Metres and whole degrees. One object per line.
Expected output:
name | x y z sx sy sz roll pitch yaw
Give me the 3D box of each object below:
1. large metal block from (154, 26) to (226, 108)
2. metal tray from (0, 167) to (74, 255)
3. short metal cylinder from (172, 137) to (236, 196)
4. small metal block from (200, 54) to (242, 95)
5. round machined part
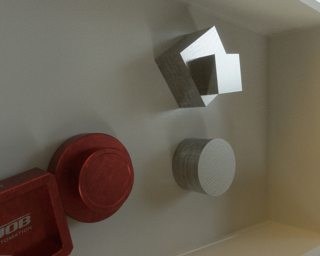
large metal block | 0.052 -0.084 0.436 0.080 0.050 0.080 -44 117 -31
metal tray | -0.148 0.100 0.268 0.131 0.030 0.089 -22 111 -41
short metal cylinder | 0.064 0.054 0.446 0.081 0.050 0.079 0 90 -40
small metal block | 0.082 -0.071 0.412 0.050 0.025 0.050 -12 98 -40
round machined part | -0.067 0.054 0.338 0.099 0.042 0.097 1 89 -43
